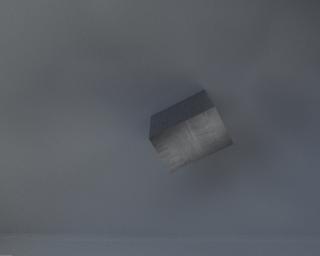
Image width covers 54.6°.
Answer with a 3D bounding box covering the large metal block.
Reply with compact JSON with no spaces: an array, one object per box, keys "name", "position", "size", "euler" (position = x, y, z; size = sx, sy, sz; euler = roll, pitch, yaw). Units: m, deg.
[{"name":"large metal block","position":[0.035,0.001,0.382],"size":[0.080,0.080,0.050],"euler":[-26,108,9]}]
